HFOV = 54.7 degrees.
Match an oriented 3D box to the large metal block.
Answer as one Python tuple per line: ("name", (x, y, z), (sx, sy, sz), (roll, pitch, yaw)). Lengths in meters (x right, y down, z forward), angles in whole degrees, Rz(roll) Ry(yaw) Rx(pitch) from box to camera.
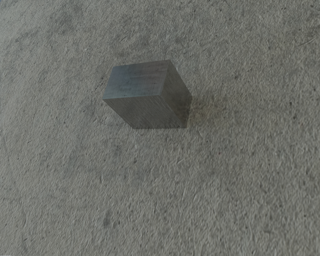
("large metal block", (-0.013, -0.039, 0.400), (0.080, 0.080, 0.050), (-1, 61, 27))
